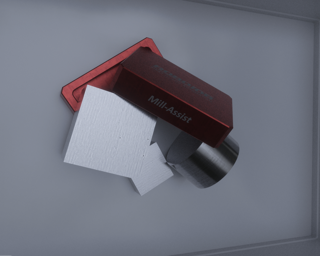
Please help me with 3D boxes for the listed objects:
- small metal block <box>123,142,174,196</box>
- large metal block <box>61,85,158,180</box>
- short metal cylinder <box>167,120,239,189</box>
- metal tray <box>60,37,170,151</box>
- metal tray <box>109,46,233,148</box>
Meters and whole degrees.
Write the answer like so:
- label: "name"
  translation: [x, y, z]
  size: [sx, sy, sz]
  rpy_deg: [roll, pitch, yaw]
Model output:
- label: "small metal block"
  translation: [-0.018, 0.052, 0.403]
  size: [0.050, 0.025, 0.050]
  rpy_deg: [-31, 100, -18]
- label: "large metal block"
  translation: [-0.056, 0.006, 0.342]
  size: [0.081, 0.050, 0.080]
  rpy_deg: [17, 84, -20]
- label: "short metal cylinder"
  translation: [0.055, 0.031, 0.402]
  size: [0.050, 0.080, 0.080]
  rpy_deg: [41, 77, -16]
- label: "metal tray"
  translation: [-0.045, -0.043, 0.390]
  size: [0.131, 0.030, 0.090]
  rpy_deg: [-36, 102, -17]
- label: "metal tray"
  translation: [0.019, -0.039, 0.351]
  size: [0.130, 0.090, 0.030]
  rpy_deg: [29, 119, -4]
